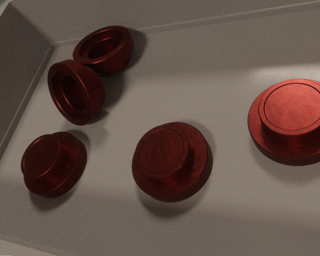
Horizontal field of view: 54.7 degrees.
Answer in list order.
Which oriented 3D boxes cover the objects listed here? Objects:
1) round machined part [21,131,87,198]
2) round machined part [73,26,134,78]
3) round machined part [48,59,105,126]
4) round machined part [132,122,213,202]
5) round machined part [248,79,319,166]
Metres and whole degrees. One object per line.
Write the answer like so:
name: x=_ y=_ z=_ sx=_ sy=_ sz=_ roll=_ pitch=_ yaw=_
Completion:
round machined part: x=-0.159 y=0.048 z=0.447 sx=0.098 sy=0.042 sz=0.098 roll=-13 pitch=56 yaw=20
round machined part: x=-0.087 y=-0.120 z=0.504 sx=0.098 sy=0.042 sz=0.098 roll=-12 pitch=47 yaw=13
round machined part: x=-0.121 y=-0.056 z=0.467 sx=0.098 sy=0.097 sz=0.042 roll=18 pitch=36 yaw=34
round machined part: x=0.009 y=0.035 z=0.368 sx=0.098 sy=0.042 sz=0.098 roll=-13 pitch=56 yaw=20
round machined part: x=0.143 y=-0.013 z=0.328 sx=0.098 sy=0.042 sz=0.098 roll=-13 pitch=56 yaw=20
